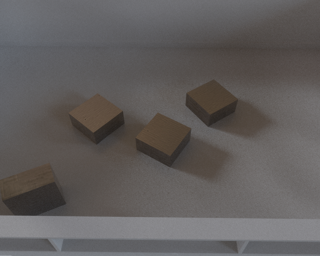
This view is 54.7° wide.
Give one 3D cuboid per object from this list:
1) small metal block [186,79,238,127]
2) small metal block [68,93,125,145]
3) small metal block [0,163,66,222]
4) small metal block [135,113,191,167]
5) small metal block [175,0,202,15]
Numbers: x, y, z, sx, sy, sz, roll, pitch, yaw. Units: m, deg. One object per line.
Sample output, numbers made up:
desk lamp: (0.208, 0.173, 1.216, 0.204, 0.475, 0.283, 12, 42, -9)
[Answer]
small metal block: (0.072, -0.036, 0.436, 0.050, 0.025, 0.050, -28, 56, -22)
small metal block: (-0.084, -0.013, 0.415, 0.050, 0.025, 0.050, 35, 58, 25)
small metal block: (-0.134, 0.069, 0.330, 0.050, 0.050, 0.025, -20, 53, -16)
small metal block: (0.005, 0.014, 0.393, 0.050, 0.025, 0.050, 26, 55, 20)
small metal block: (0.055, -0.250, 0.618, 0.050, 0.025, 0.050, 1, 50, 0)
